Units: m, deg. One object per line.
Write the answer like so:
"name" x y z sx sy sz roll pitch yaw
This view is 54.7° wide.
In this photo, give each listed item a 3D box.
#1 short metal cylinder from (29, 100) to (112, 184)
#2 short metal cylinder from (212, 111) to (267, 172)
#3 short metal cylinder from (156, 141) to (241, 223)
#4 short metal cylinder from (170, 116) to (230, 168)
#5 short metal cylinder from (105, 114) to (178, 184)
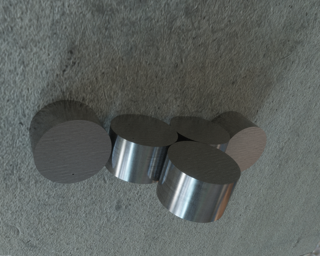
"short metal cylinder" -0.101 0.015 0.346 0.081 0.050 0.079 -14 125 -21
"short metal cylinder" 0.111 0.021 0.465 0.081 0.050 0.079 -14 125 -21
"short metal cylinder" 0.041 0.056 0.340 0.081 0.080 0.050 0 119 -29
"short metal cylinder" 0.047 0.023 0.413 0.081 0.080 0.050 0 118 -29
"short metal cylinder" -0.024 0.023 0.374 0.081 0.080 0.050 0 118 -29
